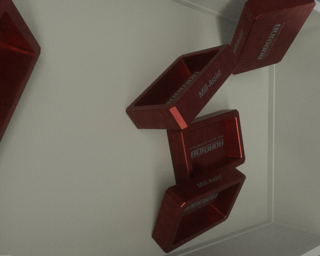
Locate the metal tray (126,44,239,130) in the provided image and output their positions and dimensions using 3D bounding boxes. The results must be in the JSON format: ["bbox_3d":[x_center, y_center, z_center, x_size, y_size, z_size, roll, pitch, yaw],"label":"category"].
[{"bbox_3d":[0.028,-0.052,0.389,0.130,0.090,0.030,-49,119,-29],"label":"metal tray"}]

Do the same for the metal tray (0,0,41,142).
[{"bbox_3d":[-0.145,-0.032,0.243,0.030,0.090,0.130,18,76,-1],"label":"metal tray"}]

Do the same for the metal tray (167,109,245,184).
[{"bbox_3d":[0.074,0.028,0.468,0.131,0.030,0.089,-17,101,-39],"label":"metal tray"}]

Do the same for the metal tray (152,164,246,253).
[{"bbox_3d":[0.056,0.107,0.425,0.131,0.030,0.089,-12,128,-40],"label":"metal tray"}]

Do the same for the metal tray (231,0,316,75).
[{"bbox_3d":[0.156,-0.137,0.458,0.091,0.129,0.030,-17,66,-10],"label":"metal tray"}]
